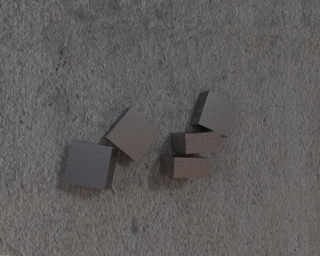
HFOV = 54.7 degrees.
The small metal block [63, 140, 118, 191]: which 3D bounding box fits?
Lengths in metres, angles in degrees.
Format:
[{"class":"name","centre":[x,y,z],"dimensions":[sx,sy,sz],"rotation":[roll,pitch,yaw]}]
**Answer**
[{"class":"small metal block","centre":[-0.081,0.043,0.368],"dimensions":[0.050,0.025,0.050],"rotation":[9,87,9]}]

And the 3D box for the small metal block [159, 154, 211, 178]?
[{"class":"small metal block","centre":[0.032,0.049,0.408],"dimensions":[0.050,0.050,0.025],"rotation":[3,89,-20]}]

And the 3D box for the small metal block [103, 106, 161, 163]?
[{"class":"small metal block","centre":[-0.036,0.008,0.396],"dimensions":[0.050,0.025,0.050],"rotation":[42,77,-16]}]

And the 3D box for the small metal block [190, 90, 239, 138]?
[{"class":"small metal block","centre":[0.077,-0.019,0.435],"dimensions":[0.050,0.025,0.050],"rotation":[23,79,-19]}]

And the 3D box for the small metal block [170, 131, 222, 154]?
[{"class":"small metal block","centre":[0.047,0.018,0.413],"dimensions":[0.050,0.050,0.025],"rotation":[-3,92,-20]}]
